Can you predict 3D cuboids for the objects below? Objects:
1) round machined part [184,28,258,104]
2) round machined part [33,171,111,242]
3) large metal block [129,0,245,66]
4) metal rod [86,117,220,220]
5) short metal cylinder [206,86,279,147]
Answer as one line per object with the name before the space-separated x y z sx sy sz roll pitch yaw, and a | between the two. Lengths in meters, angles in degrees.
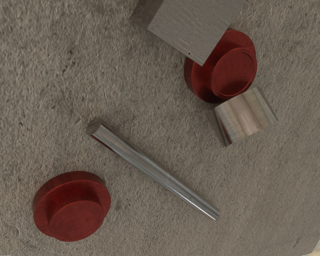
round machined part | 0.084 -0.075 0.396 0.099 0.042 0.097 -14 124 -21
round machined part | -0.111 0.108 0.402 0.099 0.042 0.097 -14 124 -21
large metal block | 0.028 -0.125 0.329 0.080 0.050 0.080 24 105 -37
metal rod | 0.009 0.075 0.458 0.025 0.025 0.300 -45 129 3
short metal cylinder | 0.109 -0.014 0.414 0.080 0.080 0.050 -26 83 -3
